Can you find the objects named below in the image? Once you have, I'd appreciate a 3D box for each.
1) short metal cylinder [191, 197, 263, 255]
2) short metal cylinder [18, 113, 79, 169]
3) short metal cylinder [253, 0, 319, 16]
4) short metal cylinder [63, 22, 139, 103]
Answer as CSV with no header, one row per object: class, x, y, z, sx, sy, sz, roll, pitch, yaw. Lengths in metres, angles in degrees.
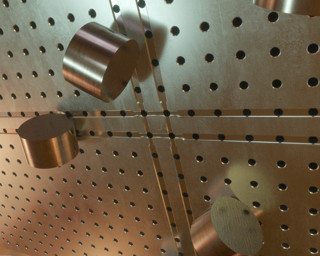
short metal cylinder,0.089,0.140,0.416,0.080,0.080,0.050,37,129,3
short metal cylinder,-0.170,0.018,0.476,0.080,0.080,0.050,12,123,22
short metal cylinder,0.117,-0.121,0.239,0.080,0.080,0.050,15,125,20
short metal cylinder,-0.067,-0.076,0.364,0.050,0.080,0.079,28,128,11
